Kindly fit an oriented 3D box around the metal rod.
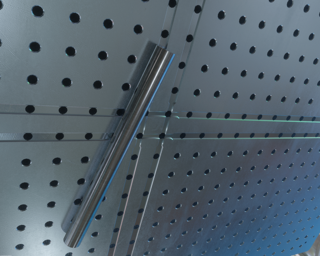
[{"bbox_3d":[-0.059,0.035,0.401,0.025,0.025,0.298,16,110,-35],"label":"metal rod"}]
